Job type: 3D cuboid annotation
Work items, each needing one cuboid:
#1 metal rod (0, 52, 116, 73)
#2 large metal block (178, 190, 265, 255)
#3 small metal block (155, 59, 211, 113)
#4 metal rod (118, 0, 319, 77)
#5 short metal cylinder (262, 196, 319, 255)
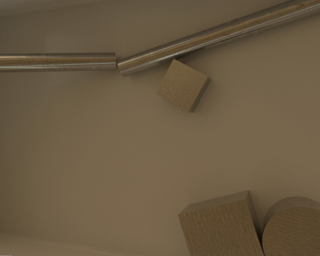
[{"bbox_3d":[-0.211,-0.086,0.410,0.302,0.025,0.025,-3,89,-9],"label":"metal rod"},{"bbox_3d":[0.077,0.127,0.370,0.080,0.050,0.080,-19,84,18],"label":"large metal block"},{"bbox_3d":[0.030,-0.054,0.399,0.050,0.025,0.050,31,100,17],"label":"small metal block"},{"bbox_3d":[0.087,-0.118,0.378,0.301,0.025,0.025,-14,85,18],"label":"metal rod"},{"bbox_3d":[0.156,0.121,0.342,0.080,0.050,0.079,0,90,19],"label":"short metal cylinder"}]
